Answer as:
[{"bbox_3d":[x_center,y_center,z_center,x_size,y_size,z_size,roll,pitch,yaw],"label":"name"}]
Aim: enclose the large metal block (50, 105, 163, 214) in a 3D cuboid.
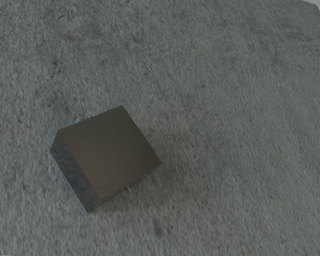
[{"bbox_3d":[-0.059,0.032,0.338,0.081,0.050,0.080,-27,77,-37],"label":"large metal block"}]
